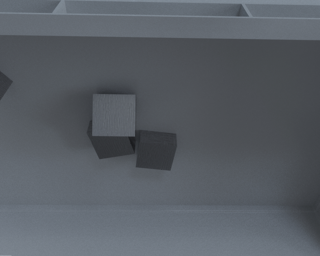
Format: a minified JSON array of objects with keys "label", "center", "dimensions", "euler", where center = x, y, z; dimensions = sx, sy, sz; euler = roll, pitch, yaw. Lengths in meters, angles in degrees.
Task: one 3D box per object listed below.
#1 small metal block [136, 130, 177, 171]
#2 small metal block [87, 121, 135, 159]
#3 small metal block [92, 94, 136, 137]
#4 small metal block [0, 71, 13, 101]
[{"label":"small metal block","center":[-0.006,0.032,0.436],"dimensions":[0.050,0.025,0.050],"euler":[6,130,-6]},{"label":"small metal block","center":[-0.064,0.013,0.419],"dimensions":[0.050,0.025,0.050],"euler":[-9,130,7]},{"label":"small metal block","center":[-0.055,-0.015,0.378],"dimensions":[0.050,0.025,0.050],"euler":[1,90,-1]},{"label":"small metal block","center":[-0.203,-0.050,0.347],"dimensions":[0.025,0.050,0.050],"euler":[-29,125,22]}]
